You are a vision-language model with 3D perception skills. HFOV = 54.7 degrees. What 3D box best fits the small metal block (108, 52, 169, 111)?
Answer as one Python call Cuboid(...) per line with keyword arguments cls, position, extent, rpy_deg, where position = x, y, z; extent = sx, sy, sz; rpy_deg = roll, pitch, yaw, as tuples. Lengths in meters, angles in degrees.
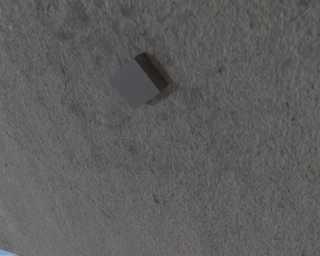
Cuboid(cls="small metal block", position=(-0.027, -0.057, 0.384), extent=(0.050, 0.025, 0.050), rpy_deg=(-31, 102, 37))
